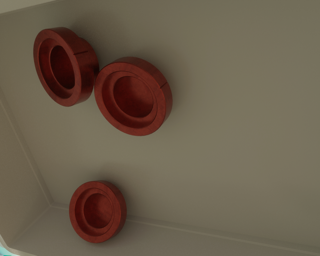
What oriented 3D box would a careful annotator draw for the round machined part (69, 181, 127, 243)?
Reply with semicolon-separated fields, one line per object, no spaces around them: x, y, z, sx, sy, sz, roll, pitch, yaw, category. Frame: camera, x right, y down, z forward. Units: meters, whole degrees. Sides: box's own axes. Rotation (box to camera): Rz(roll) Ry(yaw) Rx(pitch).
-0.098;0.136;0.515;0.098;0.042;0.097;-2;84;22;round machined part

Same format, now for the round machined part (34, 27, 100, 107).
-0.116;-0.080;0.399;0.098;0.042;0.097;20;123;34;round machined part

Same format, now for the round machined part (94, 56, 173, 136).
-0.029;-0.042;0.387;0.098;0.042;0.097;13;124;21;round machined part
